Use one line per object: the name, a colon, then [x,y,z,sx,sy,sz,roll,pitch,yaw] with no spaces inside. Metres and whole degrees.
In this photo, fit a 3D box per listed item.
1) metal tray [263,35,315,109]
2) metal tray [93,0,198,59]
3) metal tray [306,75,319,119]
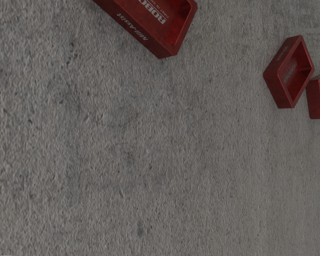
metal tray: [0.261,-0.112,0.618,0.130,0.030,0.090,-51,120,-28]
metal tray: [-0.016,-0.160,0.386,0.130,0.030,0.090,35,68,-34]
metal tray: [0.390,-0.080,0.727,0.131,0.030,0.089,-22,104,-38]
